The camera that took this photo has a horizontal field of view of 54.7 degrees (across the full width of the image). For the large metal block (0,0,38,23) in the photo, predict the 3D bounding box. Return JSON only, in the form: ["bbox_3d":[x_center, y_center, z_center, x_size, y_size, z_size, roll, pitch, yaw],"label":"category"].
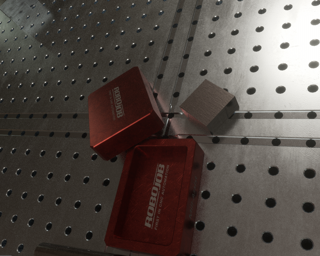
[{"bbox_3d":[-0.367,-0.321,0.777,0.080,0.050,0.080,-48,52,-6],"label":"large metal block"}]

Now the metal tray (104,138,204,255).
[{"bbox_3d":[-0.004,0.077,0.358,0.090,0.030,0.130,-2,61,27],"label":"metal tray"}]

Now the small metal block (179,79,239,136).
[{"bbox_3d":[0.062,-0.027,0.391,0.050,0.025,0.050,-46,52,-5],"label":"small metal block"}]

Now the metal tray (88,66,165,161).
[{"bbox_3d":[-0.052,-0.025,0.426,0.090,0.030,0.130,-30,37,8],"label":"metal tray"}]

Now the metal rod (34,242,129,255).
[{"bbox_3d":[-0.013,0.150,0.321,0.301,0.025,0.025,-3,61,26],"label":"metal rod"}]
